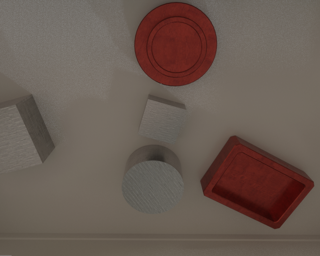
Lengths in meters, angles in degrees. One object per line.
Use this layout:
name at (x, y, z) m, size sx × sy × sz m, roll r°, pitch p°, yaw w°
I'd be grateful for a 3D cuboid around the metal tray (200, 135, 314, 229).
metal tray at (0.136, 0.079, 0.439) m, size 0.131 × 0.030 × 0.089 m, roll 27°, pitch 108°, yaw -10°

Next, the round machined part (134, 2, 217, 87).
round machined part at (0.019, -0.097, 0.367) m, size 0.099 × 0.042 × 0.097 m, roll 0°, pitch 110°, yaw -1°

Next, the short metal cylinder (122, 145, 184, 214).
short metal cylinder at (-0.009, 0.069, 0.423) m, size 0.081 × 0.050 × 0.079 m, roll 0°, pitch 110°, yaw -1°

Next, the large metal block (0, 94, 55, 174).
large metal block at (-0.196, 0.010, 0.399) m, size 0.080 × 0.050 × 0.080 m, roll -15°, pitch 110°, yaw 5°

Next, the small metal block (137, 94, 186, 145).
small metal block at (0.002, -0.011, 0.407) m, size 0.050 × 0.025 × 0.050 m, roll 15°, pitch 109°, yaw -6°
